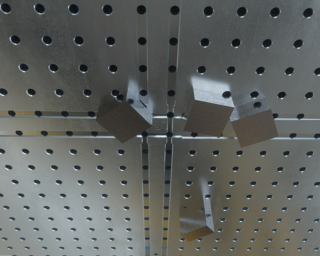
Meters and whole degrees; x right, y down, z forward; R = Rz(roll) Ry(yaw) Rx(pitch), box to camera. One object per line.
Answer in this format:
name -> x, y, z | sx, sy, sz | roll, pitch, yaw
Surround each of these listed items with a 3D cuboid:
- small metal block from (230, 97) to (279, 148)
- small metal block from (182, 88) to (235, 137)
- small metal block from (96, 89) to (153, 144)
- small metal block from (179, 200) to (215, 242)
small metal block -> 0.122, -0.006, 0.407 | 0.050, 0.025, 0.050 | -19, 128, 15
small metal block -> 0.060, -0.019, 0.396 | 0.050, 0.025, 0.050 | 10, 129, -9
small metal block -> -0.045, -0.014, 0.399 | 0.050, 0.025, 0.050 | -30, 124, 23
small metal block -> 0.062, 0.159, 0.531 | 0.050, 0.050, 0.025 | -29, 124, 22
